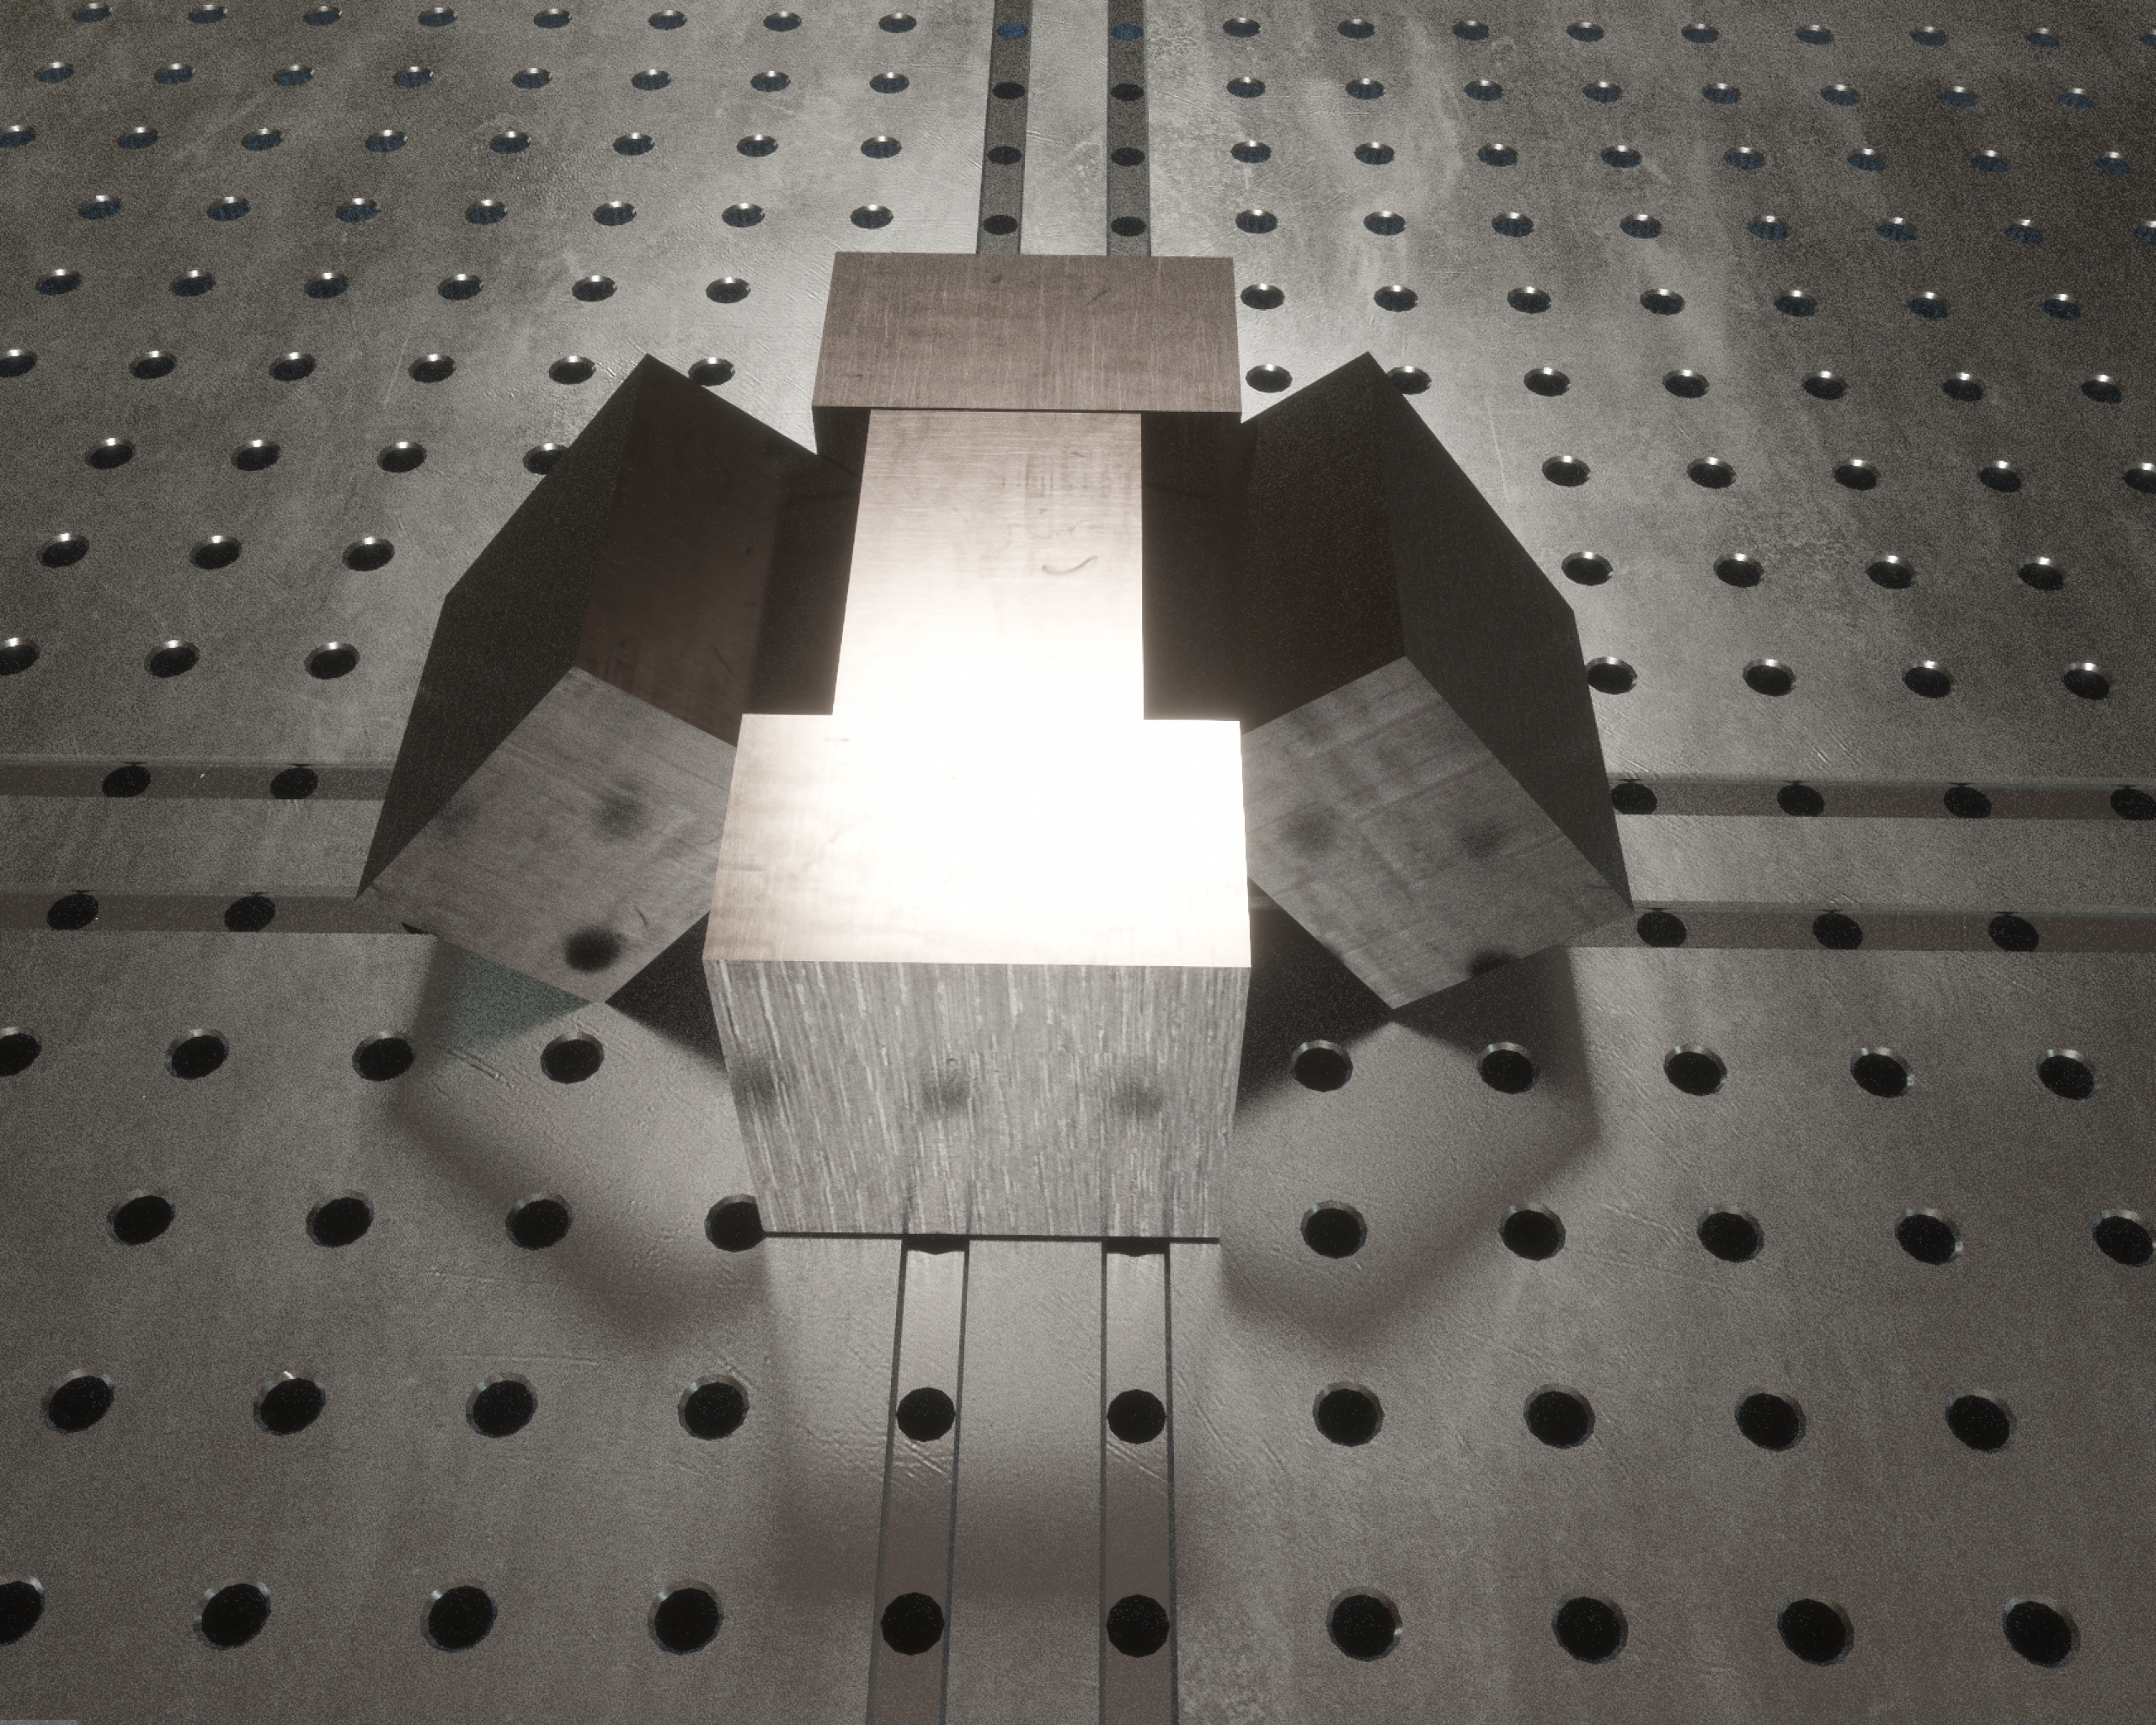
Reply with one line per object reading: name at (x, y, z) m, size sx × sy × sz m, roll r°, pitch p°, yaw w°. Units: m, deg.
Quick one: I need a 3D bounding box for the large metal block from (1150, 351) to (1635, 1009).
large metal block at (0.057, -0.033, 0.389) m, size 0.050 × 0.080 × 0.080 m, roll -26°, pitch 43°, yaw 28°

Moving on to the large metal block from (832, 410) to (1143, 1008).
large metal block at (-0.014, -0.028, 0.394) m, size 0.050 × 0.080 × 0.080 m, roll 1°, pitch 50°, yaw 0°

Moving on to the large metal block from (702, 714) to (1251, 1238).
large metal block at (-0.015, 0.021, 0.353) m, size 0.081 × 0.080 × 0.050 m, roll 1°, pitch 50°, yaw 0°

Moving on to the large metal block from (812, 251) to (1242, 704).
large metal block at (-0.009, -0.079, 0.436) m, size 0.081 × 0.080 × 0.050 m, roll 1°, pitch 50°, yaw 0°

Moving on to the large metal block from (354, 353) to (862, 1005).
large metal block at (-0.085, -0.033, 0.390) m, size 0.050 × 0.080 × 0.080 m, roll 28°, pitch 43°, yaw -29°
